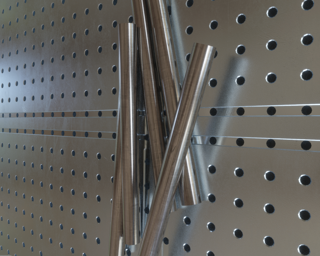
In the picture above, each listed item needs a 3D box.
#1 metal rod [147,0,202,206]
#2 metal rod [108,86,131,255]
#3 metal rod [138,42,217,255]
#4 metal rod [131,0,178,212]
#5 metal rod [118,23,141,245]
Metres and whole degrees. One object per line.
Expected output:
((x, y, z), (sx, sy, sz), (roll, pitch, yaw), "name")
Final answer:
((0.015, -0.054, 0.395), (0.025, 0.025, 0.298), (-15, 80, 38), "metal rod")
((-0.053, 0.039, 0.450), (0.025, 0.025, 0.298), (7, 95, 39), "metal rod")
((0.012, 0.053, 0.363), (0.025, 0.025, 0.298), (24, 106, 37), "metal rod")
((-0.010, -0.040, 0.415), (0.025, 0.025, 0.298), (-13, 82, 39), "metal rod")
((-0.041, 0.012, 0.424), (0.025, 0.025, 0.298), (4, 98, 39), "metal rod")
